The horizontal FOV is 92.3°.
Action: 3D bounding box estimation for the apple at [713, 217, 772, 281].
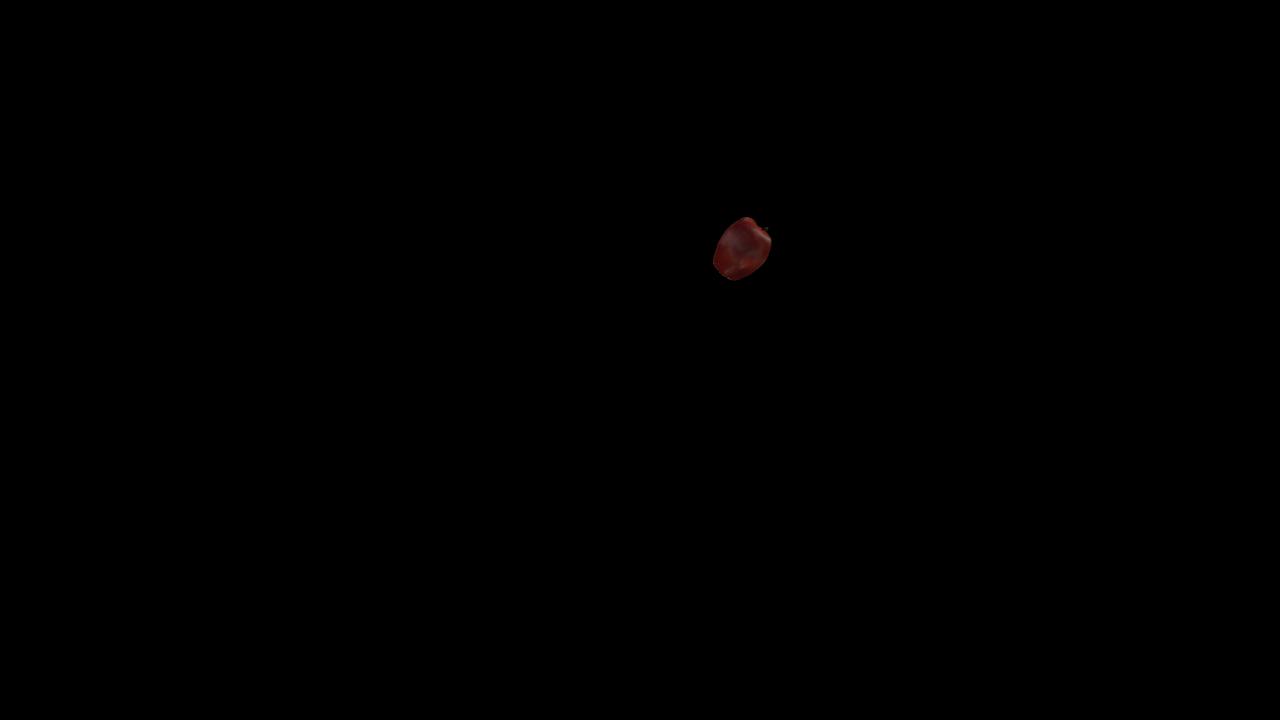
[{"bbox_3d":[0.150,-0.162,0.896,0.093,0.079,0.079,-45,-23,24],"label":"apple"}]
